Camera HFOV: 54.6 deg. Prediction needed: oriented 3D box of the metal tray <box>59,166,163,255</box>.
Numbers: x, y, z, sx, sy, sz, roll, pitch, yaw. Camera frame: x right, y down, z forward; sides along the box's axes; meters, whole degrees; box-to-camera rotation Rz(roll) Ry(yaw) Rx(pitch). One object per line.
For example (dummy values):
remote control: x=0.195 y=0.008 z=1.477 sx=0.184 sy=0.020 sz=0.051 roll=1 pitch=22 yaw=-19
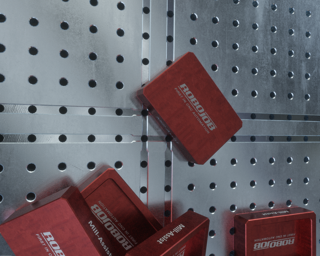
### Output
metal tray: x=-0.057 y=0.123 z=0.388 sx=0.090 sy=0.030 sz=0.130 roll=-41 pitch=103 yaw=-15

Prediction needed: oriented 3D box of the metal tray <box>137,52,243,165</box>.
metal tray: x=0.043 y=-0.026 z=0.425 sx=0.090 sy=0.030 sz=0.130 roll=-42 pitch=103 yaw=-15

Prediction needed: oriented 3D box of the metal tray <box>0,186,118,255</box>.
metal tray: x=-0.105 y=0.140 z=0.349 sx=0.090 sy=0.030 sz=0.130 roll=-26 pitch=100 yaw=12

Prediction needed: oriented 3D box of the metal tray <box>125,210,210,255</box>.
metal tray: x=0.010 y=0.164 z=0.368 sx=0.131 sy=0.030 sz=0.089 roll=-15 pitch=114 yaw=-51

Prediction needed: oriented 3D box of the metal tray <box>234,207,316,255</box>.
metal tray: x=0.178 y=0.175 z=0.475 sx=0.131 sy=0.030 sz=0.090 roll=-1 pitch=90 yaw=-20
